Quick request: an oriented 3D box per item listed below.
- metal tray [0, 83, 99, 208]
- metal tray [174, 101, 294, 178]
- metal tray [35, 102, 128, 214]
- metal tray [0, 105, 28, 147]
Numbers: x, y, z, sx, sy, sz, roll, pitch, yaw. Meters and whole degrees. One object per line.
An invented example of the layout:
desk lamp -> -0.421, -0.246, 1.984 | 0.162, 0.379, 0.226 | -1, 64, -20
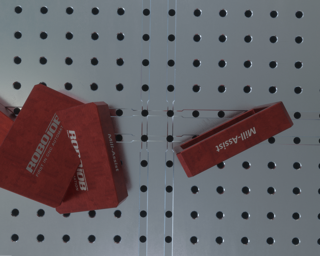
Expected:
metal tray -> -0.139, 0.022, 0.385 | 0.090, 0.030, 0.130 | 25, 74, -10
metal tray -> 0.083, 0.012, 0.381 | 0.130, 0.090, 0.030 | -27, 90, 0
metal tray -> -0.100, 0.038, 0.394 | 0.090, 0.030, 0.129 | -11, 93, 17
metal tray -> -0.251, 0.023, 0.409 | 0.090, 0.030, 0.130 | 38, 90, 0
